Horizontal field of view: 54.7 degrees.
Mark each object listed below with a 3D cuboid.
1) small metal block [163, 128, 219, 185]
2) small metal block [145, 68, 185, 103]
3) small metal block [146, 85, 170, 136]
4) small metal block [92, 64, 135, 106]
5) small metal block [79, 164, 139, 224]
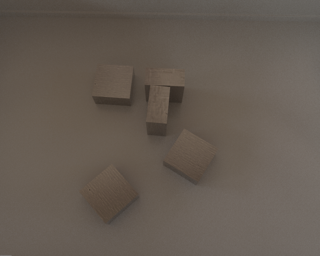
[{"bbox_3d":[0.039,0.037,0.397,0.050,0.025,0.050,31,73,10],"label":"small metal block"},{"bbox_3d":[0.006,-0.057,0.417,0.050,0.050,0.025,2,70,0],"label":"small metal block"},{"bbox_3d":[-0.002,-0.021,0.404,0.025,0.050,0.050,5,70,1],"label":"small metal block"},{"bbox_3d":[-0.063,-0.060,0.431,0.050,0.025,0.050,4,70,1],"label":"small metal block"},{"bbox_3d":[-0.061,0.081,0.379,0.050,0.025,0.050,-40,75,-14],"label":"small metal block"}]
